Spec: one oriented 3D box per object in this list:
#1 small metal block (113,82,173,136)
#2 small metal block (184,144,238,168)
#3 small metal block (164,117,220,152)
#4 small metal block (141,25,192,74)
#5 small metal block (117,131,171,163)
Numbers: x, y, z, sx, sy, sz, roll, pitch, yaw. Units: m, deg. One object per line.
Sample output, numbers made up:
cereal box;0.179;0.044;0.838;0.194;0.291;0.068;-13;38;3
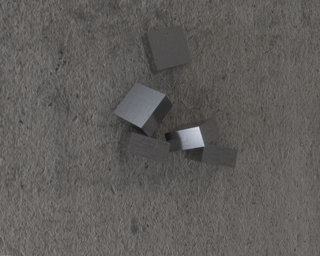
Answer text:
small metal block;-0.021;-0.023;0.385;0.050;0.050;0.025;-54;145;-12
small metal block;0.068;0.035;0.421;0.050;0.050;0.025;12;87;-20
small metal block;0.042;0.008;0.401;0.050;0.050;0.025;-25;100;-55
small metal block;0.008;-0.104;0.412;0.050;0.025;0.050;-18;96;-19
small metal block;-0.021;0.023;0.388;0.050;0.050;0.025;17;85;-20
